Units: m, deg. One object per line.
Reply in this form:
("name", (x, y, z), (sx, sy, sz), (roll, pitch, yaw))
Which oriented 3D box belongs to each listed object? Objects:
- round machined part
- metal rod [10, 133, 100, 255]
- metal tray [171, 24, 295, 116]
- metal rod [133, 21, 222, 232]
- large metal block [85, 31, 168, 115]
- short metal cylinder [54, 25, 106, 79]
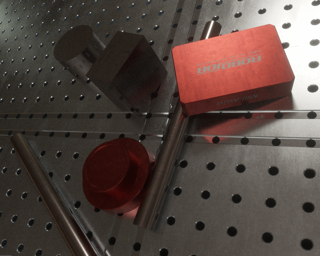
("round machined part", (-0.058, 0.055, 0.392), (0.098, 0.042, 0.098), (-13, 56, 20))
("metal rod", (-0.148, 0.096, 0.424), (0.025, 0.025, 0.300), (-46, 52, -4))
("metal tray", (0.085, -0.072, 0.383), (0.131, 0.030, 0.090), (-12, 61, 8))
("metal rod", (0.030, -0.018, 0.402), (0.025, 0.025, 0.300), (7, 65, 31))
("large metal block", (-0.044, -0.078, 0.442), (0.050, 0.080, 0.080), (22, 73, 35))
("short metal cylinder", (-0.137, -0.133, 0.543), (0.080, 0.050, 0.080), (-13, 56, 21))
